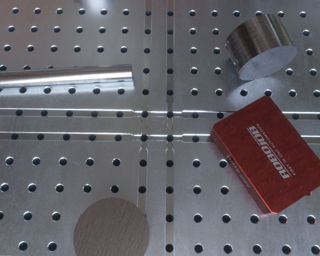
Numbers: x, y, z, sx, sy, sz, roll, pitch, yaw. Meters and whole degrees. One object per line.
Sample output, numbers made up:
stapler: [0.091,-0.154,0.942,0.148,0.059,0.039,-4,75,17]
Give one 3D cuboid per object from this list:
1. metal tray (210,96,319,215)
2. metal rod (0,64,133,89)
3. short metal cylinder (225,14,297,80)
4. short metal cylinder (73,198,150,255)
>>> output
metal tray: [0.137,0.033,0.398,0.090,0.030,0.130,-29,73,-10]
metal rod: [-0.190,-0.069,0.435,0.302,0.025,0.025,-3,70,-2]
short metal cylinder: [0.136,-0.108,0.423,0.081,0.080,0.050,-15,71,-6]
short metal cylinder: [-0.052,0.123,0.353,0.081,0.050,0.080,0,70,0]
